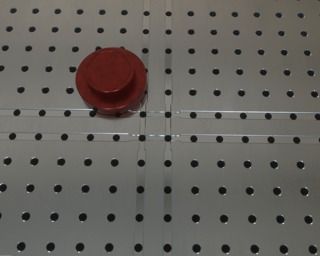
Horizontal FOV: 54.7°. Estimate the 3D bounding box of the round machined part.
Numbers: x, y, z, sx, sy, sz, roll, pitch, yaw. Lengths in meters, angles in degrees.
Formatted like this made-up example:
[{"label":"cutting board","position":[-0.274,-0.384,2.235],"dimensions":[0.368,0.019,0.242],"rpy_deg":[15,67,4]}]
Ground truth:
[{"label":"round machined part","position":[-0.068,-0.071,0.428],"dimensions":[0.099,0.042,0.098],"rpy_deg":[0,70,-1]}]
